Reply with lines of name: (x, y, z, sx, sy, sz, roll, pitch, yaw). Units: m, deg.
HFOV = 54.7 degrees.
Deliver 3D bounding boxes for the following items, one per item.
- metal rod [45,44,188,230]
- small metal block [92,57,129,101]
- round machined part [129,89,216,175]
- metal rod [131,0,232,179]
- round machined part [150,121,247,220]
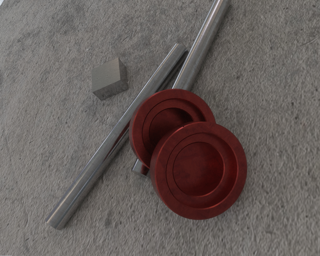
metal rod: (-0.053, 0.004, 0.428, 0.025, 0.025, 0.300, 26, 76, 37)
small metal block: (-0.080, -0.078, 0.494, 0.050, 0.025, 0.050, -21, 54, 15)
round machined part: (0.012, 0.005, 0.360, 0.098, 0.098, 0.042, -52, 13, -9)
metal rod: (0.037, -0.071, 0.427, 0.025, 0.025, 0.300, 13, 68, 33)
round machined part: (0.037, 0.042, 0.325, 0.098, 0.098, 0.042, -52, 13, -9)
